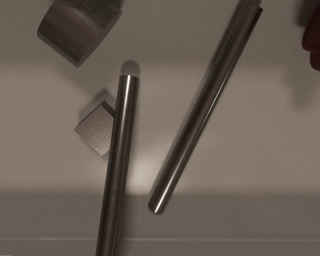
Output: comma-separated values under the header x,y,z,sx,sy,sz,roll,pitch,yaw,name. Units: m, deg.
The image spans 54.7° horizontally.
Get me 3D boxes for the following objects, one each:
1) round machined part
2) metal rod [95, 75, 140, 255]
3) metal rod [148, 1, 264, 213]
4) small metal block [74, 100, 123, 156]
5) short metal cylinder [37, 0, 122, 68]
x,y,z,sx,sy,sz,roll,pitch,yaw,name
0.193,-0.109,0.335,0.042,0.098,0.097,23,109,-2,round machined part
-0.056,0.084,0.374,0.025,0.025,0.298,7,84,-3,metal rod
0.051,-0.013,0.407,0.025,0.025,0.298,21,109,-8,metal rod
-0.076,0.000,0.410,0.050,0.025,0.050,-40,106,13,small metal block
-0.087,-0.113,0.339,0.050,0.080,0.080,39,105,-13,short metal cylinder
